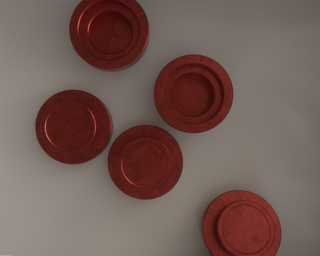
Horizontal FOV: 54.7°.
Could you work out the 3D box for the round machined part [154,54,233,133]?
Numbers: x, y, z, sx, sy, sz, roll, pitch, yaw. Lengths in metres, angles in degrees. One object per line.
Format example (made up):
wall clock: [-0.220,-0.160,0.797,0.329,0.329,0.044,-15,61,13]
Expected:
round machined part: [0.042,-0.042,0.403,0.099,0.042,0.097,0,90,0]

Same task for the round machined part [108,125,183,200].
round machined part: [-0.019,0.045,0.403,0.099,0.042,0.097,0,90,0]

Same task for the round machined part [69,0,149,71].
round machined part: [-0.063,-0.122,0.402,0.099,0.042,0.097,0,90,0]

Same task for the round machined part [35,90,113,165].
round machined part: [-0.113,-0.001,0.402,0.099,0.042,0.097,0,90,0]

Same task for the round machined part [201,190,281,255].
round machined part: [0.103,0.127,0.389,0.099,0.042,0.098,0,71,0]
